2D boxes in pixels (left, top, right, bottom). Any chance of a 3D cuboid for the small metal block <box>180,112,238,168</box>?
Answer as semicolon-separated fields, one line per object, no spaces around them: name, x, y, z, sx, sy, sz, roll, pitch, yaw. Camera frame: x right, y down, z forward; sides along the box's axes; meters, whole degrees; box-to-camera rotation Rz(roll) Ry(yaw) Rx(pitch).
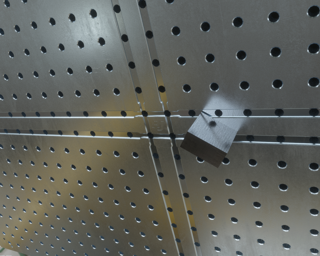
small metal block;0.059;0.013;0.372;0.050;0.050;0.025;29;128;9
